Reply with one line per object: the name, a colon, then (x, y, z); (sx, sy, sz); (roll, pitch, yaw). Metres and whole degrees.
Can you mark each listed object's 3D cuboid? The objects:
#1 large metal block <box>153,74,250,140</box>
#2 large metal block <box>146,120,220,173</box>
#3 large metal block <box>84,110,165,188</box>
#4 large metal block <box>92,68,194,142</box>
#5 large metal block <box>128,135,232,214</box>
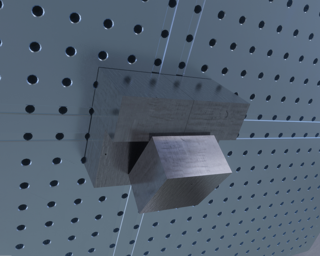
large metal block: (0.048, -0.026, 0.386); (0.081, 0.080, 0.050); (1, 118, -29)
large metal block: (0.028, 0.025, 0.425); (0.081, 0.050, 0.079); (1, 118, -29)
large metal block: (-0.043, 0.024, 0.385); (0.081, 0.050, 0.079); (1, 118, -29)
large metal block: (-0.022, -0.027, 0.347); (0.081, 0.080, 0.050); (1, 118, -29)
large metal block: (0.020, 0.053, 0.353); (0.081, 0.050, 0.079); (0, 142, -29)
